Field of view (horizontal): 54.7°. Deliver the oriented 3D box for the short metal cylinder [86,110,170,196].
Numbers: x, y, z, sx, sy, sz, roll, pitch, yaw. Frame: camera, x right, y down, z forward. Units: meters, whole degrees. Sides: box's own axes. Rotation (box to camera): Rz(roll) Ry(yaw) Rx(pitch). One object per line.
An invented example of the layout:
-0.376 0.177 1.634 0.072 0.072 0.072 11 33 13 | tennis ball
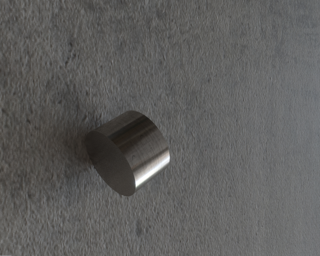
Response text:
-0.036 0.027 0.340 0.050 0.080 0.080 -34 111 -35 | short metal cylinder
